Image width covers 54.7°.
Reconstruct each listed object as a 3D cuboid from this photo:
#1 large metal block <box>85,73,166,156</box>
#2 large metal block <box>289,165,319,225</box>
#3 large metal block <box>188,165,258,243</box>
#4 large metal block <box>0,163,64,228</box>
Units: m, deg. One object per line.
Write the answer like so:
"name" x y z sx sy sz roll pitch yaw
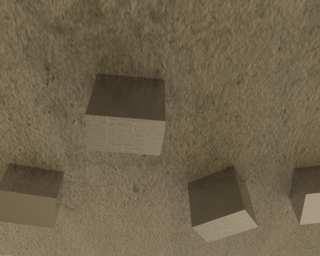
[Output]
"large metal block" -0.037 -0.017 0.356 0.081 0.080 0.050 5 130 -5
"large metal block" 0.255 0.103 0.483 0.080 0.050 0.080 -8 130 6
"large metal block" 0.092 0.115 0.471 0.080 0.080 0.050 -26 126 20
"large metal block" -0.197 0.106 0.478 0.081 0.050 0.079 11 129 -10
